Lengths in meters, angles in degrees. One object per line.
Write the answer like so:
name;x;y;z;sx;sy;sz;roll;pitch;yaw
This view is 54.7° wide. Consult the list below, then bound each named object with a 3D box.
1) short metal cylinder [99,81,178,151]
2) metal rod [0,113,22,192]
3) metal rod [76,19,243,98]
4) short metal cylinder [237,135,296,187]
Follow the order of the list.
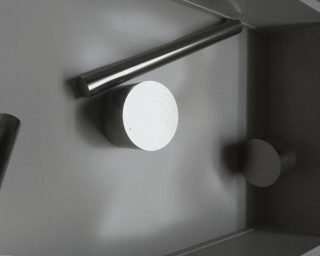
short metal cylinder;-0.025;-0.014;0.371;0.081;0.050;0.079;0;90;-40
metal rod;-0.137;0.109;0.194;0.025;0.025;0.300;33;38;-35
metal rod;0.021;-0.106;0.426;0.302;0.025;0.025;-31;109;-36
short metal cylinder;0.180;0.055;0.525;0.050;0.080;0.079;-9;96;-40
